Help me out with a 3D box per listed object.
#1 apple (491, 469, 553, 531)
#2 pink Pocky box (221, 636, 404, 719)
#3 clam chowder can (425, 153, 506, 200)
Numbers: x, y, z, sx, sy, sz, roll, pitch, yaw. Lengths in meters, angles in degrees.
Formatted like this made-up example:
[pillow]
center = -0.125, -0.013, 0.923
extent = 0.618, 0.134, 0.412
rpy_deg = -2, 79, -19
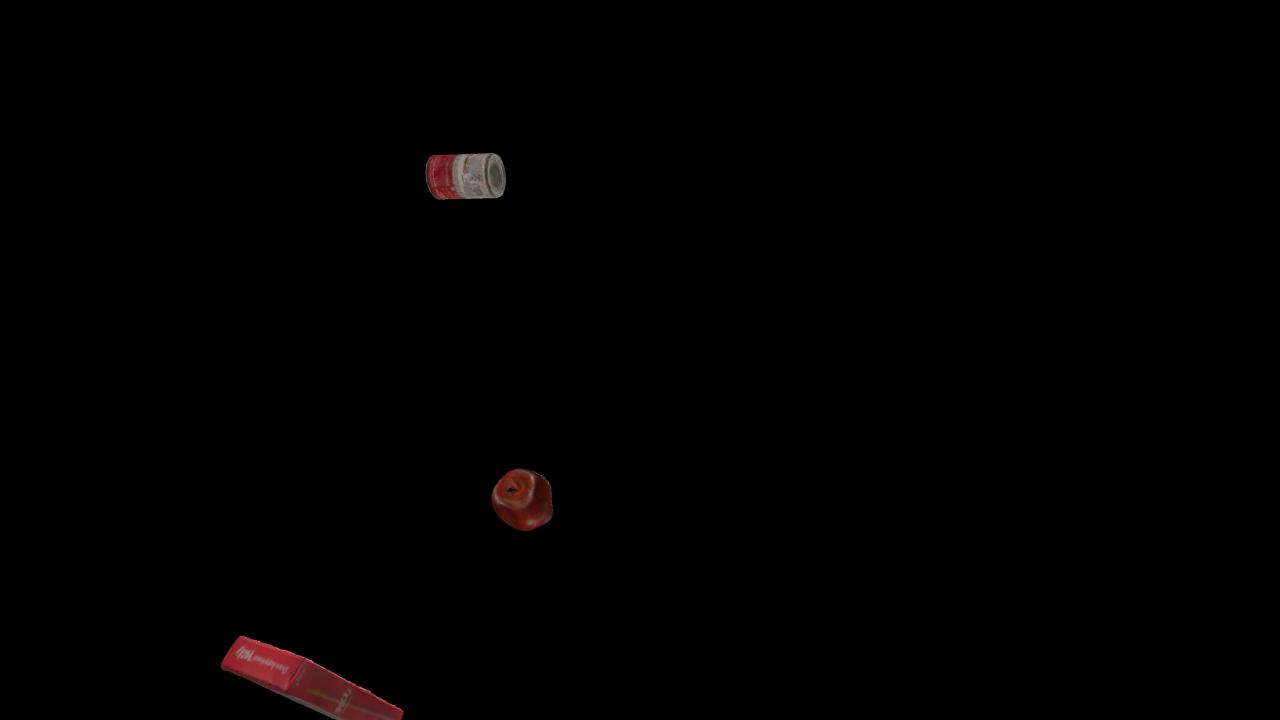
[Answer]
[apple]
center = -0.153, 0.185, 0.810
extent = 0.079, 0.079, 0.093
rpy_deg = 0, -35, 17
[pink Pocky box]
center = -0.290, 0.299, 0.556
extent = 0.084, 0.029, 0.155
rpy_deg = 2, -42, 24
[clam chowder can]
center = -0.267, -0.283, 0.948
extent = 0.102, 0.068, 0.068
rpy_deg = 2, 0, 13
